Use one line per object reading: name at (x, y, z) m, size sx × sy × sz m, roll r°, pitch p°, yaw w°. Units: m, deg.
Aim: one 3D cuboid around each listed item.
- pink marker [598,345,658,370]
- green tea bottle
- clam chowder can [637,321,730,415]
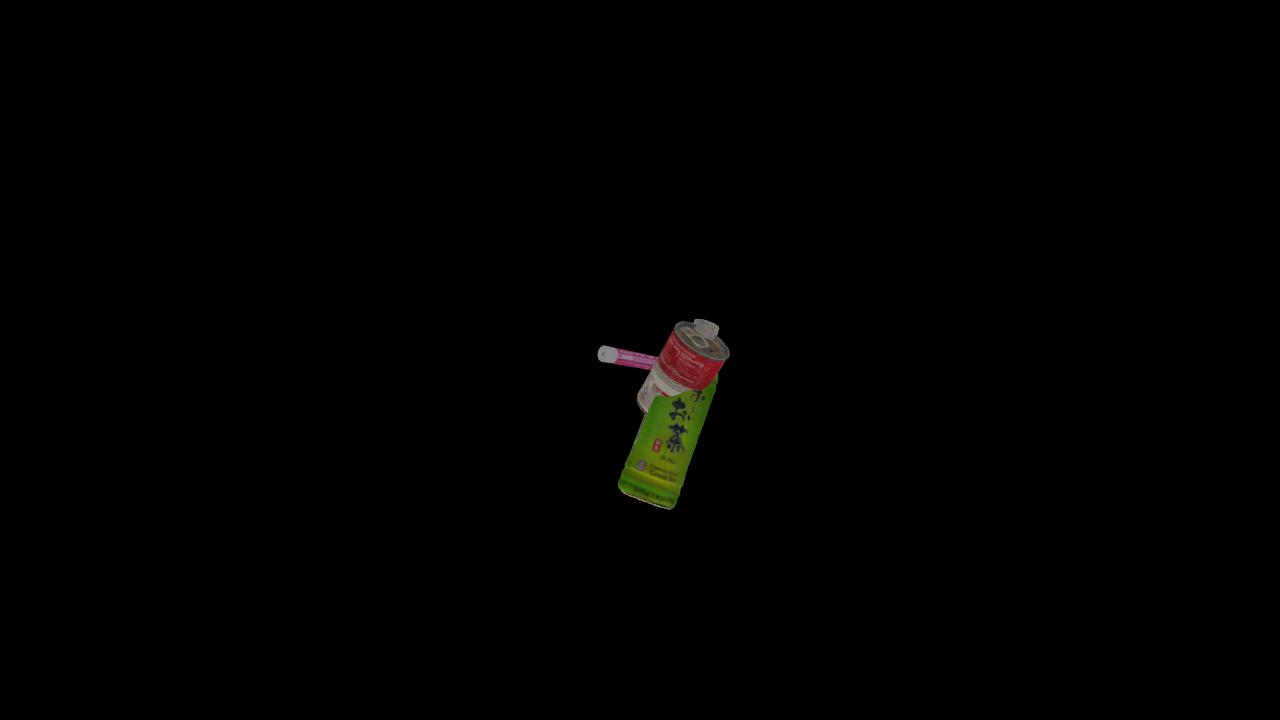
pink marker at (0.002, 0.001, 0.726) m, size 0.121 × 0.020 × 0.020 m, roll 11°, pitch -7°, yaw -42°
green tea bottle at (0.040, 0.056, 0.689) m, size 0.073 × 0.212 × 0.073 m, roll 18°, pitch -6°, yaw 2°
clam chowder can at (0.046, 0.018, 0.686) m, size 0.068 × 0.102 × 0.068 m, roll 23°, pitch 28°, yaw -13°
